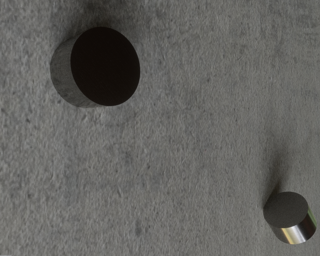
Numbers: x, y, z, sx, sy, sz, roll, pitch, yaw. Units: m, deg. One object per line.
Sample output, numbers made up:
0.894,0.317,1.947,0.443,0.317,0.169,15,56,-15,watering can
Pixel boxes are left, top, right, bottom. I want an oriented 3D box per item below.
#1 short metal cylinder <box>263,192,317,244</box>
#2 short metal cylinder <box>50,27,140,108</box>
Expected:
0.241,0.166,0.575,0.080,0.080,0.050,-51,120,-28,short metal cylinder
-0.069,-0.062,0.332,0.081,0.050,0.079,0,90,-40,short metal cylinder
